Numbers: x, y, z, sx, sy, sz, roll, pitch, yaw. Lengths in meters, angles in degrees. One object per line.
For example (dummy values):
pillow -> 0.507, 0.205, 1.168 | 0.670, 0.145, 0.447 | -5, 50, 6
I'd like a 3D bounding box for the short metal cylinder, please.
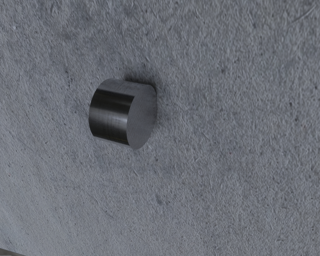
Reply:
short metal cylinder -> -0.043, -0.018, 0.383 | 0.050, 0.080, 0.080 | 13, 124, 21
